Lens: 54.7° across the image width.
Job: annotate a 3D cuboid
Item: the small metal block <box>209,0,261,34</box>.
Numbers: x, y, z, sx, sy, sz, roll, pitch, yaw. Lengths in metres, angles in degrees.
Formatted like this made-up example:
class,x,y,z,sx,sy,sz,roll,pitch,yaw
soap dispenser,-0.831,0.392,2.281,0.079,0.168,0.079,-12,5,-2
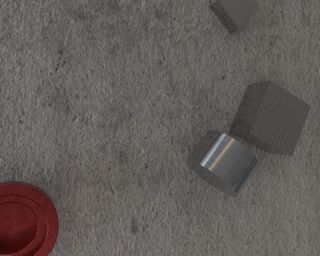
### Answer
class,x,y,z,sx,sy,sz,roll,pitch,yaw
small metal block,0.109,-0.175,0.449,0.050,0.025,0.050,-45,104,-15

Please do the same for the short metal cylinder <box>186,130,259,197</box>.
class,x,y,z,sx,sy,sz,roll,pitch,yaw
short metal cylinder,0.082,0.047,0.410,0.080,0.080,0.050,41,77,-16

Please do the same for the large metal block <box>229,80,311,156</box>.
class,x,y,z,sx,sy,sz,roll,pitch,yaw
large metal block,0.161,-0.013,0.456,0.080,0.050,0.080,27,81,-18

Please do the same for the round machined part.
class,x,y,z,sx,sy,sz,roll,pitch,yaw
round machined part,-0.164,0.107,0.340,0.099,0.042,0.097,0,90,-20
